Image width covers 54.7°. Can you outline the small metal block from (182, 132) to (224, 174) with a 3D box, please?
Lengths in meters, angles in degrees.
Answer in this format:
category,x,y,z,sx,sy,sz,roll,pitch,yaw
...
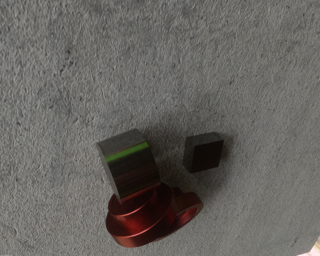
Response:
category,x,y,z,sx,sy,sz,roll,pitch,yaw
small metal block,0.065,0.037,0.467,0.050,0.025,0.050,-10,123,-24

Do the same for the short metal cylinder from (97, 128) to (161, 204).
category,x,y,z,sx,sy,sz,roll,pitch,yaw
short metal cylinder,-0.040,0.046,0.379,0.050,0.080,0.079,-21,127,-16

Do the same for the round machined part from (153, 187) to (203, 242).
category,x,y,z,sx,sy,sz,roll,pitch,yaw
round machined part,0.014,0.126,0.469,0.099,0.042,0.098,-27,151,-16

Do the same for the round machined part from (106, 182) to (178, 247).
category,x,y,z,sx,sy,sz,roll,pitch,yaw
round machined part,-0.029,0.104,0.412,0.098,0.098,0.042,-31,116,-9
